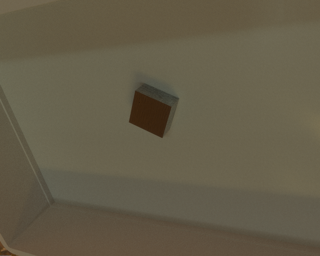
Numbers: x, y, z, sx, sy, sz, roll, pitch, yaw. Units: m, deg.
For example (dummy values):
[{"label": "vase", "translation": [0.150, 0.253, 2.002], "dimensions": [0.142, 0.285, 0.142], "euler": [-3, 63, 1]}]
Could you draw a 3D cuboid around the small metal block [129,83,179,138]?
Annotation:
[{"label": "small metal block", "translation": [-0.008, -0.022, 0.400], "dimensions": [0.050, 0.025, 0.050], "euler": [25, 127, 12]}]
